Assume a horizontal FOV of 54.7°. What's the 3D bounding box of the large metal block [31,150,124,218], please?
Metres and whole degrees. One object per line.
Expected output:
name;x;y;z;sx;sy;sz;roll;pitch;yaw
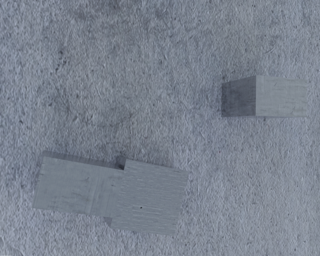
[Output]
large metal block;-0.093;0.060;0.345;0.081;0.080;0.050;13;86;-20

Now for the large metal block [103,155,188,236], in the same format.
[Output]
large metal block;-0.019;0.083;0.389;0.081;0.050;0.080;14;85;-20

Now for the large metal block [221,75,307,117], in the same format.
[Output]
large metal block;0.142;-0.040;0.432;0.081;0.080;0.050;1;90;-20
